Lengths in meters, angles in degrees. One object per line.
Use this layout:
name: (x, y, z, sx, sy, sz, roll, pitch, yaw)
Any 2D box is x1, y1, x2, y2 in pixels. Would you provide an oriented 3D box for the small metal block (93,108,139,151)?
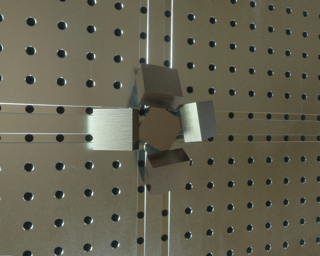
small metal block: (-0.054, 0.002, 0.381, 0.050, 0.025, 0.050, 0, 90, 14)

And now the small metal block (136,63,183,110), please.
small metal block: (-0.002, -0.054, 0.400, 0.050, 0.025, 0.050, 7, 52, -20)

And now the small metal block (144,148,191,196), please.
small metal block: (0.009, 0.057, 0.404, 0.050, 0.025, 0.050, -10, 129, -20)

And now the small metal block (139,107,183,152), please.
small metal block: (-0.004, 0.001, 0.412, 0.050, 0.025, 0.050, 33, 79, -18)

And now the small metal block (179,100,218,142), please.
small metal block: (0.053, -0.010, 0.421, 0.050, 0.025, 0.050, -14, 96, -55)
